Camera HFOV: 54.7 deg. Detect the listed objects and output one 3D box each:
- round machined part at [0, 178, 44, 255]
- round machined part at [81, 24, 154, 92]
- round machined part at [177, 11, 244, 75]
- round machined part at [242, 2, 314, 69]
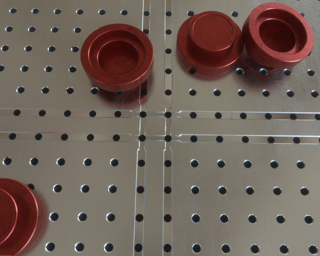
[{"bbox_3d":[-0.193,0.107,0.361,0.099,0.042,0.098,0,70,-1],"label":"round machined part"},{"bbox_3d":[-0.058,-0.094,0.436,0.099,0.042,0.098,0,70,-1],"label":"round machined part"},{"bbox_3d":[0.074,-0.130,0.451,0.099,0.042,0.098,0,70,0],"label":"round machined part"},{"bbox_3d":[0.163,-0.127,0.445,0.099,0.042,0.098,4,70,-10],"label":"round machined part"}]
